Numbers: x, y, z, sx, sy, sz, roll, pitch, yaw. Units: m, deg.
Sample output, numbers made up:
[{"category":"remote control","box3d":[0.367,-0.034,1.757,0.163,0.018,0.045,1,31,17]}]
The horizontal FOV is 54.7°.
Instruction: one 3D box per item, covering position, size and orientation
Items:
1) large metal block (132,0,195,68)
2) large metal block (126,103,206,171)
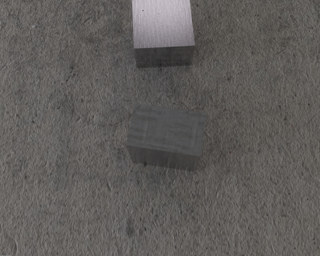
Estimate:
[{"category":"large metal block","box3d":[0.004,-0.135,0.444,0.081,0.050,0.080,-3,70,-1]},{"category":"large metal block","box3d":[0.008,0.014,0.374,0.080,0.080,0.050,8,70,3]}]
